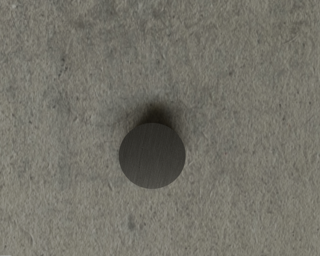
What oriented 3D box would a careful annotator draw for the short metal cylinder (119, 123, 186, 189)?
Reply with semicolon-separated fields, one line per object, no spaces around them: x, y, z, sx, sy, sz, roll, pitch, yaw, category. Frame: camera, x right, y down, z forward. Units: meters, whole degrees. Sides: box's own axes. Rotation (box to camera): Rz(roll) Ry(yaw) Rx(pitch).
-0.009;0.033;0.397;0.081;0.050;0.079;0;90;-1;short metal cylinder
